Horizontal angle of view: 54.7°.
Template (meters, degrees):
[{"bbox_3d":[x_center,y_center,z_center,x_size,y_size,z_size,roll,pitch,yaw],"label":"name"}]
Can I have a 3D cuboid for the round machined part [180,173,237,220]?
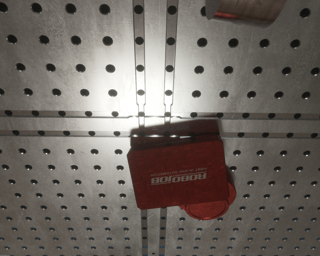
[{"bbox_3d":[0.073,0.111,0.497,0.099,0.042,0.097,-1,130,0],"label":"round machined part"}]

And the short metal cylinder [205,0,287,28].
[{"bbox_3d":[0.074,-0.131,0.266,0.050,0.080,0.079,7,130,-6],"label":"short metal cylinder"}]

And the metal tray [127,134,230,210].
[{"bbox_3d":[0.026,0.062,0.438,0.131,0.030,0.089,-8,104,6],"label":"metal tray"}]
